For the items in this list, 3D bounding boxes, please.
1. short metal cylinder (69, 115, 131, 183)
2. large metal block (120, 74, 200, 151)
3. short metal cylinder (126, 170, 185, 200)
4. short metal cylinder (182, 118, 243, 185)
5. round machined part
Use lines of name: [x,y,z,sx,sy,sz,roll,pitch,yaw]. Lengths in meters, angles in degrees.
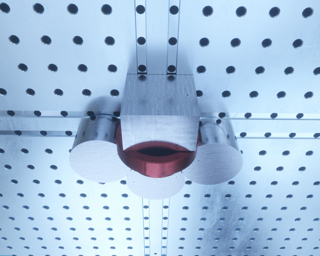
short metal cylinder: [-0.077,0.029,0.420,0.081,0.050,0.079,0,130,0]
large metal block: [0.000,-0.020,0.358,0.081,0.080,0.050,1,130,-1]
short metal cylinder: [-0.006,0.058,0.445,0.081,0.050,0.079,0,130,0]
short metal cylinder: [0.068,0.033,0.424,0.081,0.050,0.079,0,130,0]
round machined part: [-0.003,0.023,0.381,0.099,0.098,0.042,1,130,-2]
